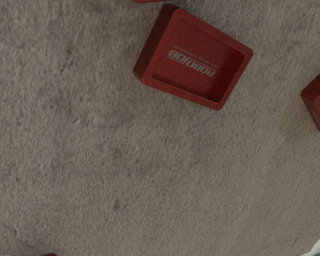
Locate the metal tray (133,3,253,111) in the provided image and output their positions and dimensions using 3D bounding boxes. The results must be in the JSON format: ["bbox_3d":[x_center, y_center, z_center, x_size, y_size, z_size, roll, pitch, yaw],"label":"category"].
[{"bbox_3d":[0.044,-0.080,0.379,0.131,0.030,0.089,16,110,-35],"label":"metal tray"}]

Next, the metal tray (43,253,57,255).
[{"bbox_3d":[-0.193,0.224,0.397,0.131,0.090,0.030,-7,126,-25],"label":"metal tray"}]

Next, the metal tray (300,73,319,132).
[{"bbox_3d":[0.309,-0.050,0.545,0.090,0.030,0.130,-46,130,3],"label":"metal tray"}]

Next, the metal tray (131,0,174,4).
[{"bbox_3d":[0.009,-0.191,0.290,0.091,0.030,0.129,-15,125,-21],"label":"metal tray"}]
